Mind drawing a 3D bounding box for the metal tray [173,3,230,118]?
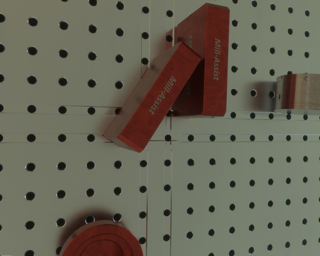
[{"bbox_3d":[0.050,-0.079,0.396,0.030,0.090,0.129,2,89,-20],"label":"metal tray"}]

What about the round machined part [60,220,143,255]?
[{"bbox_3d":[-0.073,0.161,0.376,0.099,0.042,0.097,1,88,-21],"label":"round machined part"}]

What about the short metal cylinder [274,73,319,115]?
[{"bbox_3d":[0.214,-0.048,0.462,0.081,0.080,0.050,6,88,-20],"label":"short metal cylinder"}]

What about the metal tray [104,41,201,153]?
[{"bbox_3d":[-0.012,-0.035,0.373,0.030,0.090,0.130,36,79,-17],"label":"metal tray"}]
